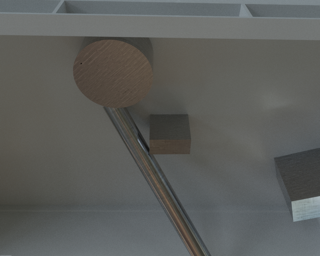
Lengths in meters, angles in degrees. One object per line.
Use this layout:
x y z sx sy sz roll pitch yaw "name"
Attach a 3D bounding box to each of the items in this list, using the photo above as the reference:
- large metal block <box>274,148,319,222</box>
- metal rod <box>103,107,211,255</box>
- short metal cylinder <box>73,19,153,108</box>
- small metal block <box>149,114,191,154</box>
0.218 0.079 0.444 0.080 0.080 0.050 -14 129 11 "large metal block"
0.011 0.096 0.413 0.025 0.025 0.299 -25 102 19 "metal rod"
-0.048 -0.068 0.334 0.081 0.050 0.079 0 130 0 "short metal cylinder"
0.012 0.007 0.399 0.050 0.050 0.025 0 130 -1 "small metal block"
